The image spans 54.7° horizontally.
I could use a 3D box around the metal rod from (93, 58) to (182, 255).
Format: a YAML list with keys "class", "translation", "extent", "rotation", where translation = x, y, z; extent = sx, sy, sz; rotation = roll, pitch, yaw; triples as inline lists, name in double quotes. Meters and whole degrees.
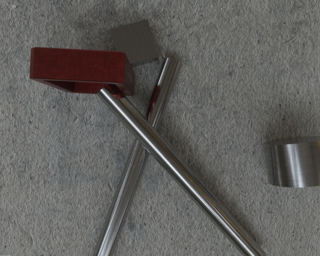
- class: "metal rod"
  translation: [-0.033, 0.052, 0.409]
  extent: [0.025, 0.025, 0.299]
  rotation: [20, 90, -1]

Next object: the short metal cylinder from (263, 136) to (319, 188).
- class: "short metal cylinder"
  translation: [0.173, 0.040, 0.385]
  extent: [0.081, 0.080, 0.050]
  rotation: [-8, 90, 0]

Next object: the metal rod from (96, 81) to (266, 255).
- class: "metal rod"
  translation: [0.032, 0.063, 0.393]
  extent: [0.025, 0.025, 0.300]
  rotation: [-42, 97, 0]

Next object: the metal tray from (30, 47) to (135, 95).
- class: "metal tray"
  translation: [-0.079, -0.060, 0.356]
  extent: [0.091, 0.130, 0.030]
  rotation: [3, 90, 0]

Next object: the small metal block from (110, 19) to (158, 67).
- class: "small metal block"
  translation: [-0.033, -0.109, 0.410]
  extent: [0.050, 0.025, 0.050]
  rotation: [-15, 90, -1]
